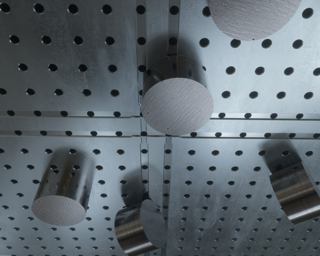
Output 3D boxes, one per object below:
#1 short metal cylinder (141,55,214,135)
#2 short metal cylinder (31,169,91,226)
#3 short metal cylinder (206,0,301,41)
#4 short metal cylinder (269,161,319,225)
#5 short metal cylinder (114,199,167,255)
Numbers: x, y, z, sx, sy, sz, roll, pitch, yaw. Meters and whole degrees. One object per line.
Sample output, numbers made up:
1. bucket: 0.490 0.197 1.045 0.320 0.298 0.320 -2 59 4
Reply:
1. short metal cylinder: 0.019 -0.038 0.363 0.081 0.050 0.079 0 130 0
2. short metal cylinder: -0.153 0.110 0.488 0.081 0.050 0.079 0 130 0
3. short metal cylinder: 0.083 -0.129 0.286 0.081 0.050 0.079 0 130 0
4. short metal cylinder: 0.205 0.095 0.459 0.050 0.080 0.080 -30 124 23
5. short metal cylinder: -0.031 0.166 0.516 0.050 0.080 0.080 -26 126 20
